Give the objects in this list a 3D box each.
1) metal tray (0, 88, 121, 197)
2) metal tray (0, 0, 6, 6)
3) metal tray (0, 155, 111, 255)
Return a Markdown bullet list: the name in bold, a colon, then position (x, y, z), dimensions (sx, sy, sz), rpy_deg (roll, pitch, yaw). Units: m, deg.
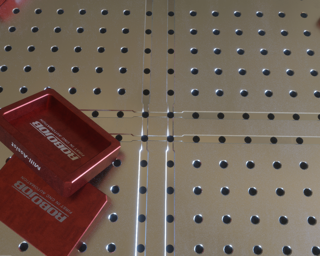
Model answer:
- **metal tray**: position (-0.126, 0.012, 0.380), dimensions (0.130, 0.030, 0.091), rpy_deg (37, 43, 13)
- **metal tray**: position (-0.266, -0.262, 0.503), dimensions (0.090, 0.030, 0.130), rpy_deg (30, 73, 10)
- **metal tray**: position (-0.138, 0.088, 0.376), dimensions (0.130, 0.030, 0.090), rpy_deg (32, 73, 11)
